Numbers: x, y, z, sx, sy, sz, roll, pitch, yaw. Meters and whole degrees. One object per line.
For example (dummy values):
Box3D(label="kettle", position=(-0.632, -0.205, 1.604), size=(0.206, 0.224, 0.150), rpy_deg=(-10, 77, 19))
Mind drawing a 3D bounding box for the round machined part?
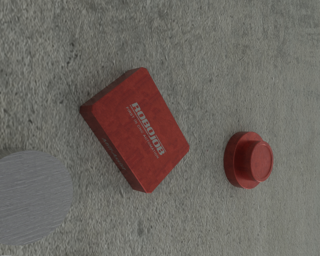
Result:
Box3D(label="round machined part", position=(0.155, 0.055, 0.523), size=(0.099, 0.042, 0.097), rpy_deg=(0, 90, -40))

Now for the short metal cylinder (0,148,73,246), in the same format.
Box3D(label="short metal cylinder", position=(-0.128, 0.059, 0.281), size=(0.081, 0.050, 0.080), rpy_deg=(0, 90, -40))

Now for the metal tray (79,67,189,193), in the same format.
Box3D(label="metal tray", position=(-0.025, 0.003, 0.380), size=(0.090, 0.030, 0.130), rpy_deg=(-45, 117, -31))
